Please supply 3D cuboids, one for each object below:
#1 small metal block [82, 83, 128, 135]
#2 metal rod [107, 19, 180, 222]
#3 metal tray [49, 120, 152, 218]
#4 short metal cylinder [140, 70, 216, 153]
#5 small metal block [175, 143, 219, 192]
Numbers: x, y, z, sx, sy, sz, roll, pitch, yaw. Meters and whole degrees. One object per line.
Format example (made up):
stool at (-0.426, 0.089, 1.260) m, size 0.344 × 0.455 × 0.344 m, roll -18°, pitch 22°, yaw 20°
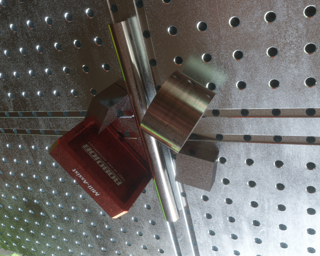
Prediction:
small metal block at (-0.073, -0.026, 0.414) m, size 0.025 × 0.050 × 0.050 m, roll 36°, pitch 129°, yaw 4°
metal rod at (-0.015, 0.008, 0.422) m, size 0.025 × 0.025 × 0.298 m, roll 0°, pitch 119°, yaw 28°
metal tray at (-0.078, 0.050, 0.438) m, size 0.130 × 0.090 × 0.030 m, roll 48°, pitch 129°, yaw -6°
short metal cylinder at (0.021, -0.018, 0.352) m, size 0.050 × 0.080 × 0.079 m, roll 33°, pitch 129°, yaw 6°
small metal block at (0.049, 0.052, 0.417) m, size 0.050 × 0.025 × 0.050 m, roll 14°, pitch 124°, yaw 20°
